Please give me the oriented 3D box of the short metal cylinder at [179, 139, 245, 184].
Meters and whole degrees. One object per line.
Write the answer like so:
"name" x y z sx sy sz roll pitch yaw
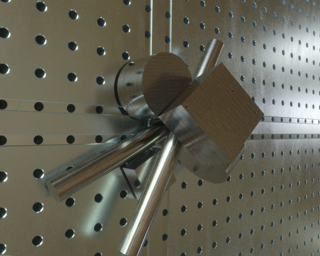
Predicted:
"short metal cylinder" 0.068 0.031 0.427 0.050 0.080 0.080 -50 120 -27

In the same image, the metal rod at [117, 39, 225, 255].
"metal rod" 0.022 0.011 0.391 0.025 0.025 0.300 38 67 -34

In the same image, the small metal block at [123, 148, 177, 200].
"small metal block" -0.012 0.059 0.395 0.050 0.025 0.050 -35 112 -35

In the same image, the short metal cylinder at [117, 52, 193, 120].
"short metal cylinder" -0.005 -0.050 0.384 0.081 0.050 0.079 0 90 -40

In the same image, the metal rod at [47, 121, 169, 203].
"metal rod" -0.002 0.005 0.403 0.302 0.025 0.025 -29 109 -36

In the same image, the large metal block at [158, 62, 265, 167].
"large metal block" 0.060 -0.014 0.356 0.080 0.050 0.080 48 61 -10
